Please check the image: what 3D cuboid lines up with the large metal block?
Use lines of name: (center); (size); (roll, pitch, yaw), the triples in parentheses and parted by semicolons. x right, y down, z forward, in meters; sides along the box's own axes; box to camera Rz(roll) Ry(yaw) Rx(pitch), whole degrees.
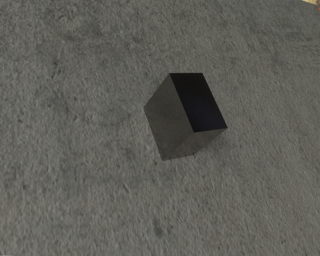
large metal block: (0.028, -0.014, 0.394); (0.050, 0.080, 0.080); (-7, 65, -32)
